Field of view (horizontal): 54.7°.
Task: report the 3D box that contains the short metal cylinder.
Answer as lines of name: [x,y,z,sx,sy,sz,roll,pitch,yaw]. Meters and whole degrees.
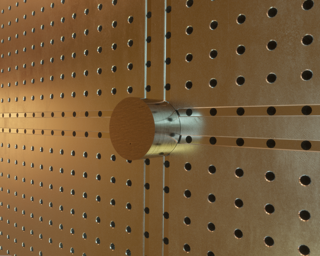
short metal cylinder: [-0.021,0.001,0.407,0.080,0.050,0.079,0,90,39]
